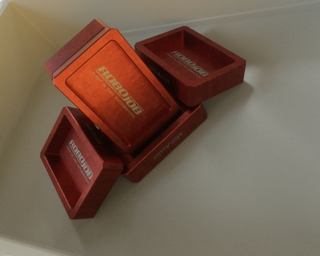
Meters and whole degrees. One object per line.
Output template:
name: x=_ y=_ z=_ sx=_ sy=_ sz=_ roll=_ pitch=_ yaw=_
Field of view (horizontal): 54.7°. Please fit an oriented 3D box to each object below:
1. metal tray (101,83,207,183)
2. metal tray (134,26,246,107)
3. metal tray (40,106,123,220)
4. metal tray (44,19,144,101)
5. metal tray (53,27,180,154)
metal tray: x=-0.014 y=-0.003 z=0.408 sx=0.130 sy=0.030 sz=0.090 roll=-43 pitch=51 yaw=-2
metal tray: x=0.036 y=-0.088 z=0.412 sx=0.091 sy=0.030 sz=0.130 roll=-26 pitch=48 yaw=-21
metal tray: x=-0.108 y=0.042 z=0.407 sx=0.130 sy=0.030 sz=0.090 roll=46 pitch=112 yaw=38
metal tray: x=-0.073 y=-0.066 z=0.412 sx=0.090 sy=0.130 sz=0.030 roll=-43 pitch=51 yaw=-1
metal tray: x=-0.049 y=-0.041 z=0.370 sx=0.090 sy=0.130 sz=0.030 roll=-42 pitch=28 yaw=-1
